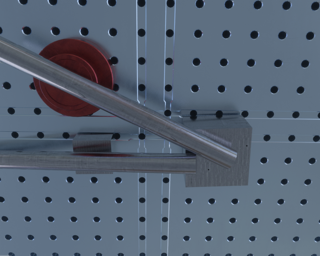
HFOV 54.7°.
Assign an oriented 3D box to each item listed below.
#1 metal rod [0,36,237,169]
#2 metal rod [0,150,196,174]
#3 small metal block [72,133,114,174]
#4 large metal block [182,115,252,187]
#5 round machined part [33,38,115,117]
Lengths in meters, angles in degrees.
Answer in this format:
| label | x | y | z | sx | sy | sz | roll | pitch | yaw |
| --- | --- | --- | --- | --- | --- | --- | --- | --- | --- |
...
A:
| label | x | y | z | sx | sy | sz | roll | pitch | yaw |
| --- | --- | --- | --- | --- | --- | --- | --- | --- | --- |
| metal rod | -0.050 | -0.027 | 0.351 | 0.301 | 0.025 | 0.025 | 26 | 108 | -7 |
| metal rod | -0.105 | 0.043 | 0.398 | 0.301 | 0.025 | 0.025 | 0 | 111 | 10 |
| small metal block | -0.090 | 0.035 | 0.426 | 0.050 | 0.025 | 0.050 | 0 | 110 | -1 |
| large metal block | 0.072 | 0.029 | 0.409 | 0.081 | 0.050 | 0.079 | -2 | 110 | 0 |
| round machined part | -0.107 | -0.059 | 0.381 | 0.099 | 0.042 | 0.097 | 0 | 110 | -1 |
